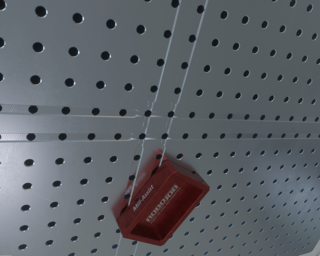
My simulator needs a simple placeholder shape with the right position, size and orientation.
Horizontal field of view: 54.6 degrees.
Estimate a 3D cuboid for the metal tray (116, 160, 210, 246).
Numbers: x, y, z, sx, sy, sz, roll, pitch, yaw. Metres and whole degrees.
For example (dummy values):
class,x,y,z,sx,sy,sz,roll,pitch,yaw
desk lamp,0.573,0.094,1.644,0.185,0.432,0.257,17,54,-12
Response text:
class,x,y,z,sx,sy,sz,roll,pitch,yaw
metal tray,0.006,0.121,0.484,0.090,0.030,0.130,30,101,-38
